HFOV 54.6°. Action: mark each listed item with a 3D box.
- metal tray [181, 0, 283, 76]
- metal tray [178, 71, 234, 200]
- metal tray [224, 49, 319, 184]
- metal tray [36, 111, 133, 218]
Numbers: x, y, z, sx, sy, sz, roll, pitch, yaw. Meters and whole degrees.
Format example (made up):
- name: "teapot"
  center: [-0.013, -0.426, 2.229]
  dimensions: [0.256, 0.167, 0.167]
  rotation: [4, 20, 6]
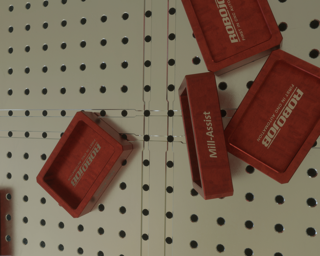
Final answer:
- name: "metal tray"
  center: [0.083, -0.141, 0.380]
  dimensions: [0.090, 0.030, 0.130]
  rotation: [-21, 83, 18]
- name: "metal tray"
  center: [0.049, 0.009, 0.358]
  dimensions: [0.030, 0.090, 0.129]
  rotation: [-8, 87, -2]
- name: "metal tray"
  center: [0.139, -0.013, 0.360]
  dimensions: [0.090, 0.030, 0.129]
  rotation: [32, 100, 17]
- name: "metal tray"
  center: [-0.111, 0.052, 0.449]
  dimensions: [0.090, 0.030, 0.130]
  rotation: [38, 102, 16]
